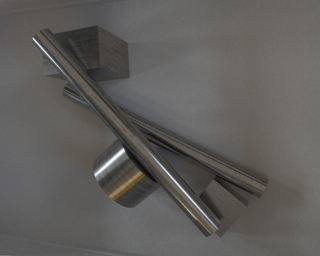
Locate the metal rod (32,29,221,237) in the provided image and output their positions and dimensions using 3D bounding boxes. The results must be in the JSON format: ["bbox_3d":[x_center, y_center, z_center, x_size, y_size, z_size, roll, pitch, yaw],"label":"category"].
[{"bbox_3d":[-0.038,0.005,0.360,0.025,0.025,0.300,-42,90,15],"label":"metal rod"}]

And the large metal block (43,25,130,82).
[{"bbox_3d":[-0.096,-0.093,0.413,0.080,0.080,0.050,-4,89,19],"label":"large metal block"}]

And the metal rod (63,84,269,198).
[{"bbox_3d":[-0.005,0.008,0.410,0.301,0.025,0.025,26,99,17],"label":"metal rod"}]

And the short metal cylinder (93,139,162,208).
[{"bbox_3d":[-0.037,0.052,0.391,0.050,0.080,0.080,-42,77,15],"label":"short metal cylinder"}]

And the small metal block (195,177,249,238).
[{"bbox_3d":[0.073,0.096,0.383,0.050,0.025,0.050,40,102,15],"label":"small metal block"}]
